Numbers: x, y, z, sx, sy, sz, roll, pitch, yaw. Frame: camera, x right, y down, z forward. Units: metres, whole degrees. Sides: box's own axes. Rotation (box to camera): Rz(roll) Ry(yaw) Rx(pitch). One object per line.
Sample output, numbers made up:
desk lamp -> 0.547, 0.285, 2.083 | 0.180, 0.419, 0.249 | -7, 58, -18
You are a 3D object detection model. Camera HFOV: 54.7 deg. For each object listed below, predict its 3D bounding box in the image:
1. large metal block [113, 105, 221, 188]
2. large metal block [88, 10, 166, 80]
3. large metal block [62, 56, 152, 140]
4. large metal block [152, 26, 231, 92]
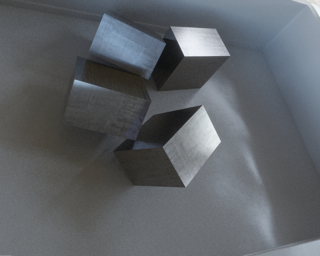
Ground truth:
large metal block -> 0.009, 0.021, 0.353 | 0.080, 0.080, 0.050 | -44, 114, -39
large metal block -> -0.043, -0.113, 0.412 | 0.080, 0.050, 0.080 | 23, 20, -15
large metal block -> -0.063, -0.036, 0.356 | 0.081, 0.050, 0.080 | 14, 25, -20
large metal block -> 0.039, -0.099, 0.452 | 0.081, 0.080, 0.050 | -9, 66, -32
